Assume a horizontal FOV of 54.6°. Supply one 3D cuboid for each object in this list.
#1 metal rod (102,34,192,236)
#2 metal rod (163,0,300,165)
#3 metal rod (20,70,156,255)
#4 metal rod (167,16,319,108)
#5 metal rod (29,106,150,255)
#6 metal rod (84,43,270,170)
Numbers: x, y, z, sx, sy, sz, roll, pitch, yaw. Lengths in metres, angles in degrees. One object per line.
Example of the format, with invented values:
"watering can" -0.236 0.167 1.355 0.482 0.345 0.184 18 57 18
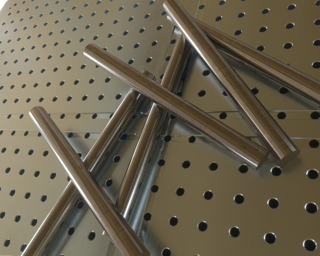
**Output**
"metal rod" -0.008 -0.003 0.415 0.025 0.025 0.300 6 65 31
"metal rod" 0.075 -0.081 0.401 0.025 0.025 0.299 -32 57 7
"metal rod" -0.092 0.045 0.429 0.025 0.025 0.300 21 73 36
"metal rod" 0.106 -0.103 0.416 0.025 0.025 0.300 -44 51 -2
"metal rod" -0.108 0.053 0.399 0.025 0.025 0.300 -46 51 -3
"metal rod" 0.002 -0.041 0.402 0.300 0.025 0.025 35 82 28
